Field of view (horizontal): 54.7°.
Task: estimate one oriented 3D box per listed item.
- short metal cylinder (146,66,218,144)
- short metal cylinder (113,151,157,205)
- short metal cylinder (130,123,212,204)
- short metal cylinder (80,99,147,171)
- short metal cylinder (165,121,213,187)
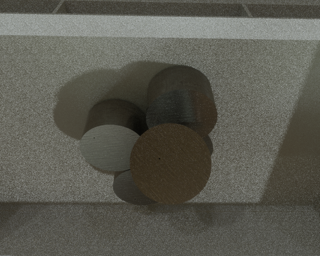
[{"bbox_3d":[0.024,-0.026,0.368,0.081,0.050,0.079,0,130,0],"label":"short metal cylinder"},{"bbox_3d":[-0.025,0.067,0.446,0.081,0.050,0.079,0,130,0],"label":"short metal cylinder"},{"bbox_3d":[0.013,0.035,0.328,0.080,0.050,0.079,0,90,6],"label":"short metal cylinder"},{"bbox_3d":[-0.057,0.010,0.398,0.081,0.050,0.079,0,130,0],"label":"short metal cylinder"},{"bbox_3d":[0.022,0.033,0.400,0.081,0.080,0.050,10,129,-9],"label":"short metal cylinder"}]
